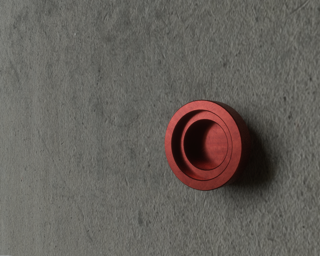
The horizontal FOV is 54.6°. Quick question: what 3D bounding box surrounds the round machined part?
[{"bbox_3d":[0.056,0.018,0.348,0.098,0.042,0.097,0,90,40],"label":"round machined part"}]
